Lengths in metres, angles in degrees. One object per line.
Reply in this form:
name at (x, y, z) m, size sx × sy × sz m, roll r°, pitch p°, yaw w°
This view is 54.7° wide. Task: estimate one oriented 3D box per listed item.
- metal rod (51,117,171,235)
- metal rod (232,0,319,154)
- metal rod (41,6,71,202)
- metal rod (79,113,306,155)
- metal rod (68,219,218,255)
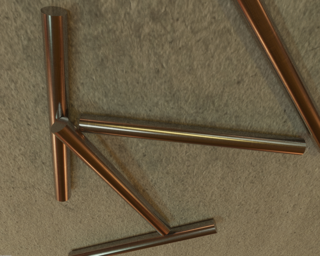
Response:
metal rod at (-0.056, 0.090, 0.466) m, size 0.025 × 0.025 × 0.300 m, roll -20°, pitch 133°, yaw 16°
metal rod at (0.153, -0.056, 0.361) m, size 0.025 × 0.025 × 0.300 m, roll -30°, pitch 125°, yaw 22°
metal rod at (-0.130, -0.004, 0.401) m, size 0.025 × 0.025 × 0.298 m, roll 7°, pitch 130°, yaw -7°
metal rod at (0.047, 0.010, 0.416) m, size 0.302 × 0.025 × 0.025 m, roll 6°, pitch 130°, yaw -6°
metal rod at (-0.040, 0.220, 0.594) m, size 0.301 × 0.025 × 0.025 m, roll -17°, pitch 128°, yaw 13°
